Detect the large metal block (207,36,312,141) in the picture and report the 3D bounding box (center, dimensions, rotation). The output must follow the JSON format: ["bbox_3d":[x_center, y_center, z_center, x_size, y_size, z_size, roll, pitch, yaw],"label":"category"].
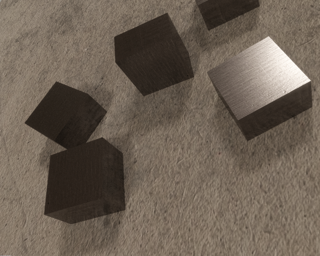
[{"bbox_3d":[0.113,-0.045,0.356,0.080,0.050,0.080,-30,52,9],"label":"large metal block"}]

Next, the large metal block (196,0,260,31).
[{"bbox_3d":[0.092,-0.206,0.465,0.080,0.050,0.080,-23,53,14],"label":"large metal block"}]

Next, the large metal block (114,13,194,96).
[{"bbox_3d":[-0.007,-0.099,0.432,0.080,0.080,0.050,-19,55,16],"label":"large metal block"}]

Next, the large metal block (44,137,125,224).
[{"bbox_3d":[-0.093,0.068,0.393,0.080,0.050,0.080,-19,55,17],"label":"large metal block"}]

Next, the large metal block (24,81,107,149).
[{"bbox_3d":[-0.142,-0.016,0.470,0.080,0.050,0.080,22,73,36],"label":"large metal block"}]
